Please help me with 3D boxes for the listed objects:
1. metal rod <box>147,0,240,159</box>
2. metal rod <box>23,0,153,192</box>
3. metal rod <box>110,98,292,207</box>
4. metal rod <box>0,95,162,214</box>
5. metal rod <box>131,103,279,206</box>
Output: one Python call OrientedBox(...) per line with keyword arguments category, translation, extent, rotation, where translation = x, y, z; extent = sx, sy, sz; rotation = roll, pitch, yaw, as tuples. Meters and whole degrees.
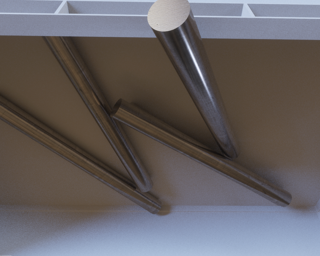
OrientedBox(category="metal rod", translation=(0.053, -0.016, 0.307), extent=(0.025, 0.025, 0.300), rotation=(-17, 156, 14))
OrientedBox(category="metal rod", translation=(-0.072, -0.017, 0.393), extent=(0.025, 0.025, 0.299), rotation=(-15, 129, 12))
OrientedBox(category="metal rod", translation=(0.071, 0.043, 0.417), extent=(0.301, 0.025, 0.025), rotation=(29, 124, -23))
OrientedBox(category="metal rod", translation=(-0.108, 0.050, 0.449), extent=(0.025, 0.025, 0.301), rotation=(-35, 122, 26))
OrientedBox(category="metal rod", translation=(0.079, 0.047, 0.449), extent=(0.301, 0.025, 0.025), rotation=(30, 124, -23))
